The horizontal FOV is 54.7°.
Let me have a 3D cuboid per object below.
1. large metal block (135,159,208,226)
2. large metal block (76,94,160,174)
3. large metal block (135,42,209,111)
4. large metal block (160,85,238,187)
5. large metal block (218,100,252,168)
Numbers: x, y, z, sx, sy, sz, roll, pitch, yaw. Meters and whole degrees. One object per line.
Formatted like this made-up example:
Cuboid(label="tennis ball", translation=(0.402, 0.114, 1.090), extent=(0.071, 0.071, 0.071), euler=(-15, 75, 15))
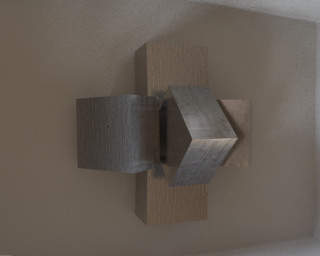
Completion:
Cuboid(label="large metal block", translation=(0.014, 0.076, 0.401), extent=(0.081, 0.050, 0.080), euler=(1, 90, -20))
Cuboid(label="large metal block", translation=(-0.048, 0.006, 0.354), extent=(0.050, 0.080, 0.079), euler=(-3, 92, -57))
Cuboid(label="large metal block", translation=(0.015, -0.062, 0.398), extent=(0.081, 0.050, 0.080), euler=(-2, 91, -20))
Cuboid(label="large metal block", translation=(0.033, 0.009, 0.350), extent=(0.050, 0.079, 0.080), euler=(-1, 47, -21))
Cuboid(label="large metal block", translation=(0.093, 0.006, 0.407), extent=(0.050, 0.080, 0.080), euler=(1, 90, 19))
